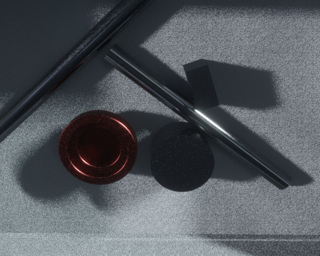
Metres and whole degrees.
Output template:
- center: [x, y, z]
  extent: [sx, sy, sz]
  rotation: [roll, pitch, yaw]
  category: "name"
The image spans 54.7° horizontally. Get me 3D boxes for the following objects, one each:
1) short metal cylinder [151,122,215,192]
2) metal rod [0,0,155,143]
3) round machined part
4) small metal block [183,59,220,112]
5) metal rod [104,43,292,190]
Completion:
- center: [0.028, 0.037, 0.412]
  extent: [0.081, 0.050, 0.079]
  rotation: [0, 110, -1]
  category: "short metal cylinder"
- center: [-0.126, -0.066, 0.385]
  extent: [0.300, 0.025, 0.025]
  rotation: [-39, 106, 12]
  category: "metal rod"
- center: [-0.079, 0.022, 0.409]
  extent: [0.099, 0.042, 0.097]
  rotation: [0, 110, -1]
  category: "round machined part"
- center: [0.049, -0.054, 0.379]
  extent: [0.025, 0.050, 0.050]
  rotation: [-18, 109, 6]
  category: "small metal block"
- center: [0.058, -0.008, 0.409]
  extent: [0.301, 0.025, 0.025]
  rotation: [35, 106, -13]
  category: "metal rod"
